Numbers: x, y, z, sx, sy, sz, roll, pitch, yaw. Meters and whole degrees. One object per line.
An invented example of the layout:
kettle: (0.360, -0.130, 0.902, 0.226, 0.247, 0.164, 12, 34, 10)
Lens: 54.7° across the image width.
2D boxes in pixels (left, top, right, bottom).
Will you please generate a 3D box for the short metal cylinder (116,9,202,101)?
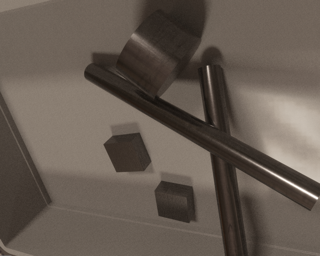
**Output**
short metal cylinder: (-0.001, -0.075, 0.326, 0.050, 0.080, 0.080, 38, 129, 2)

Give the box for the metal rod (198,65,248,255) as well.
metal rod: (0.075, 0.081, 0.340, 0.025, 0.025, 0.298, -8, 90, 31)

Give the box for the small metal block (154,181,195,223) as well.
small metal block: (0.023, 0.110, 0.464, 0.050, 0.025, 0.050, 6, 121, 24)

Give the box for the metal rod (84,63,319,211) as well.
metal rod: (0.022, -0.007, 0.337, 0.300, 0.025, 0.025, 31, 130, 29)

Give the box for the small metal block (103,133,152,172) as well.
small metal block: (-0.047, 0.037, 0.455, 0.050, 0.025, 0.050, -7, 115, 31)
